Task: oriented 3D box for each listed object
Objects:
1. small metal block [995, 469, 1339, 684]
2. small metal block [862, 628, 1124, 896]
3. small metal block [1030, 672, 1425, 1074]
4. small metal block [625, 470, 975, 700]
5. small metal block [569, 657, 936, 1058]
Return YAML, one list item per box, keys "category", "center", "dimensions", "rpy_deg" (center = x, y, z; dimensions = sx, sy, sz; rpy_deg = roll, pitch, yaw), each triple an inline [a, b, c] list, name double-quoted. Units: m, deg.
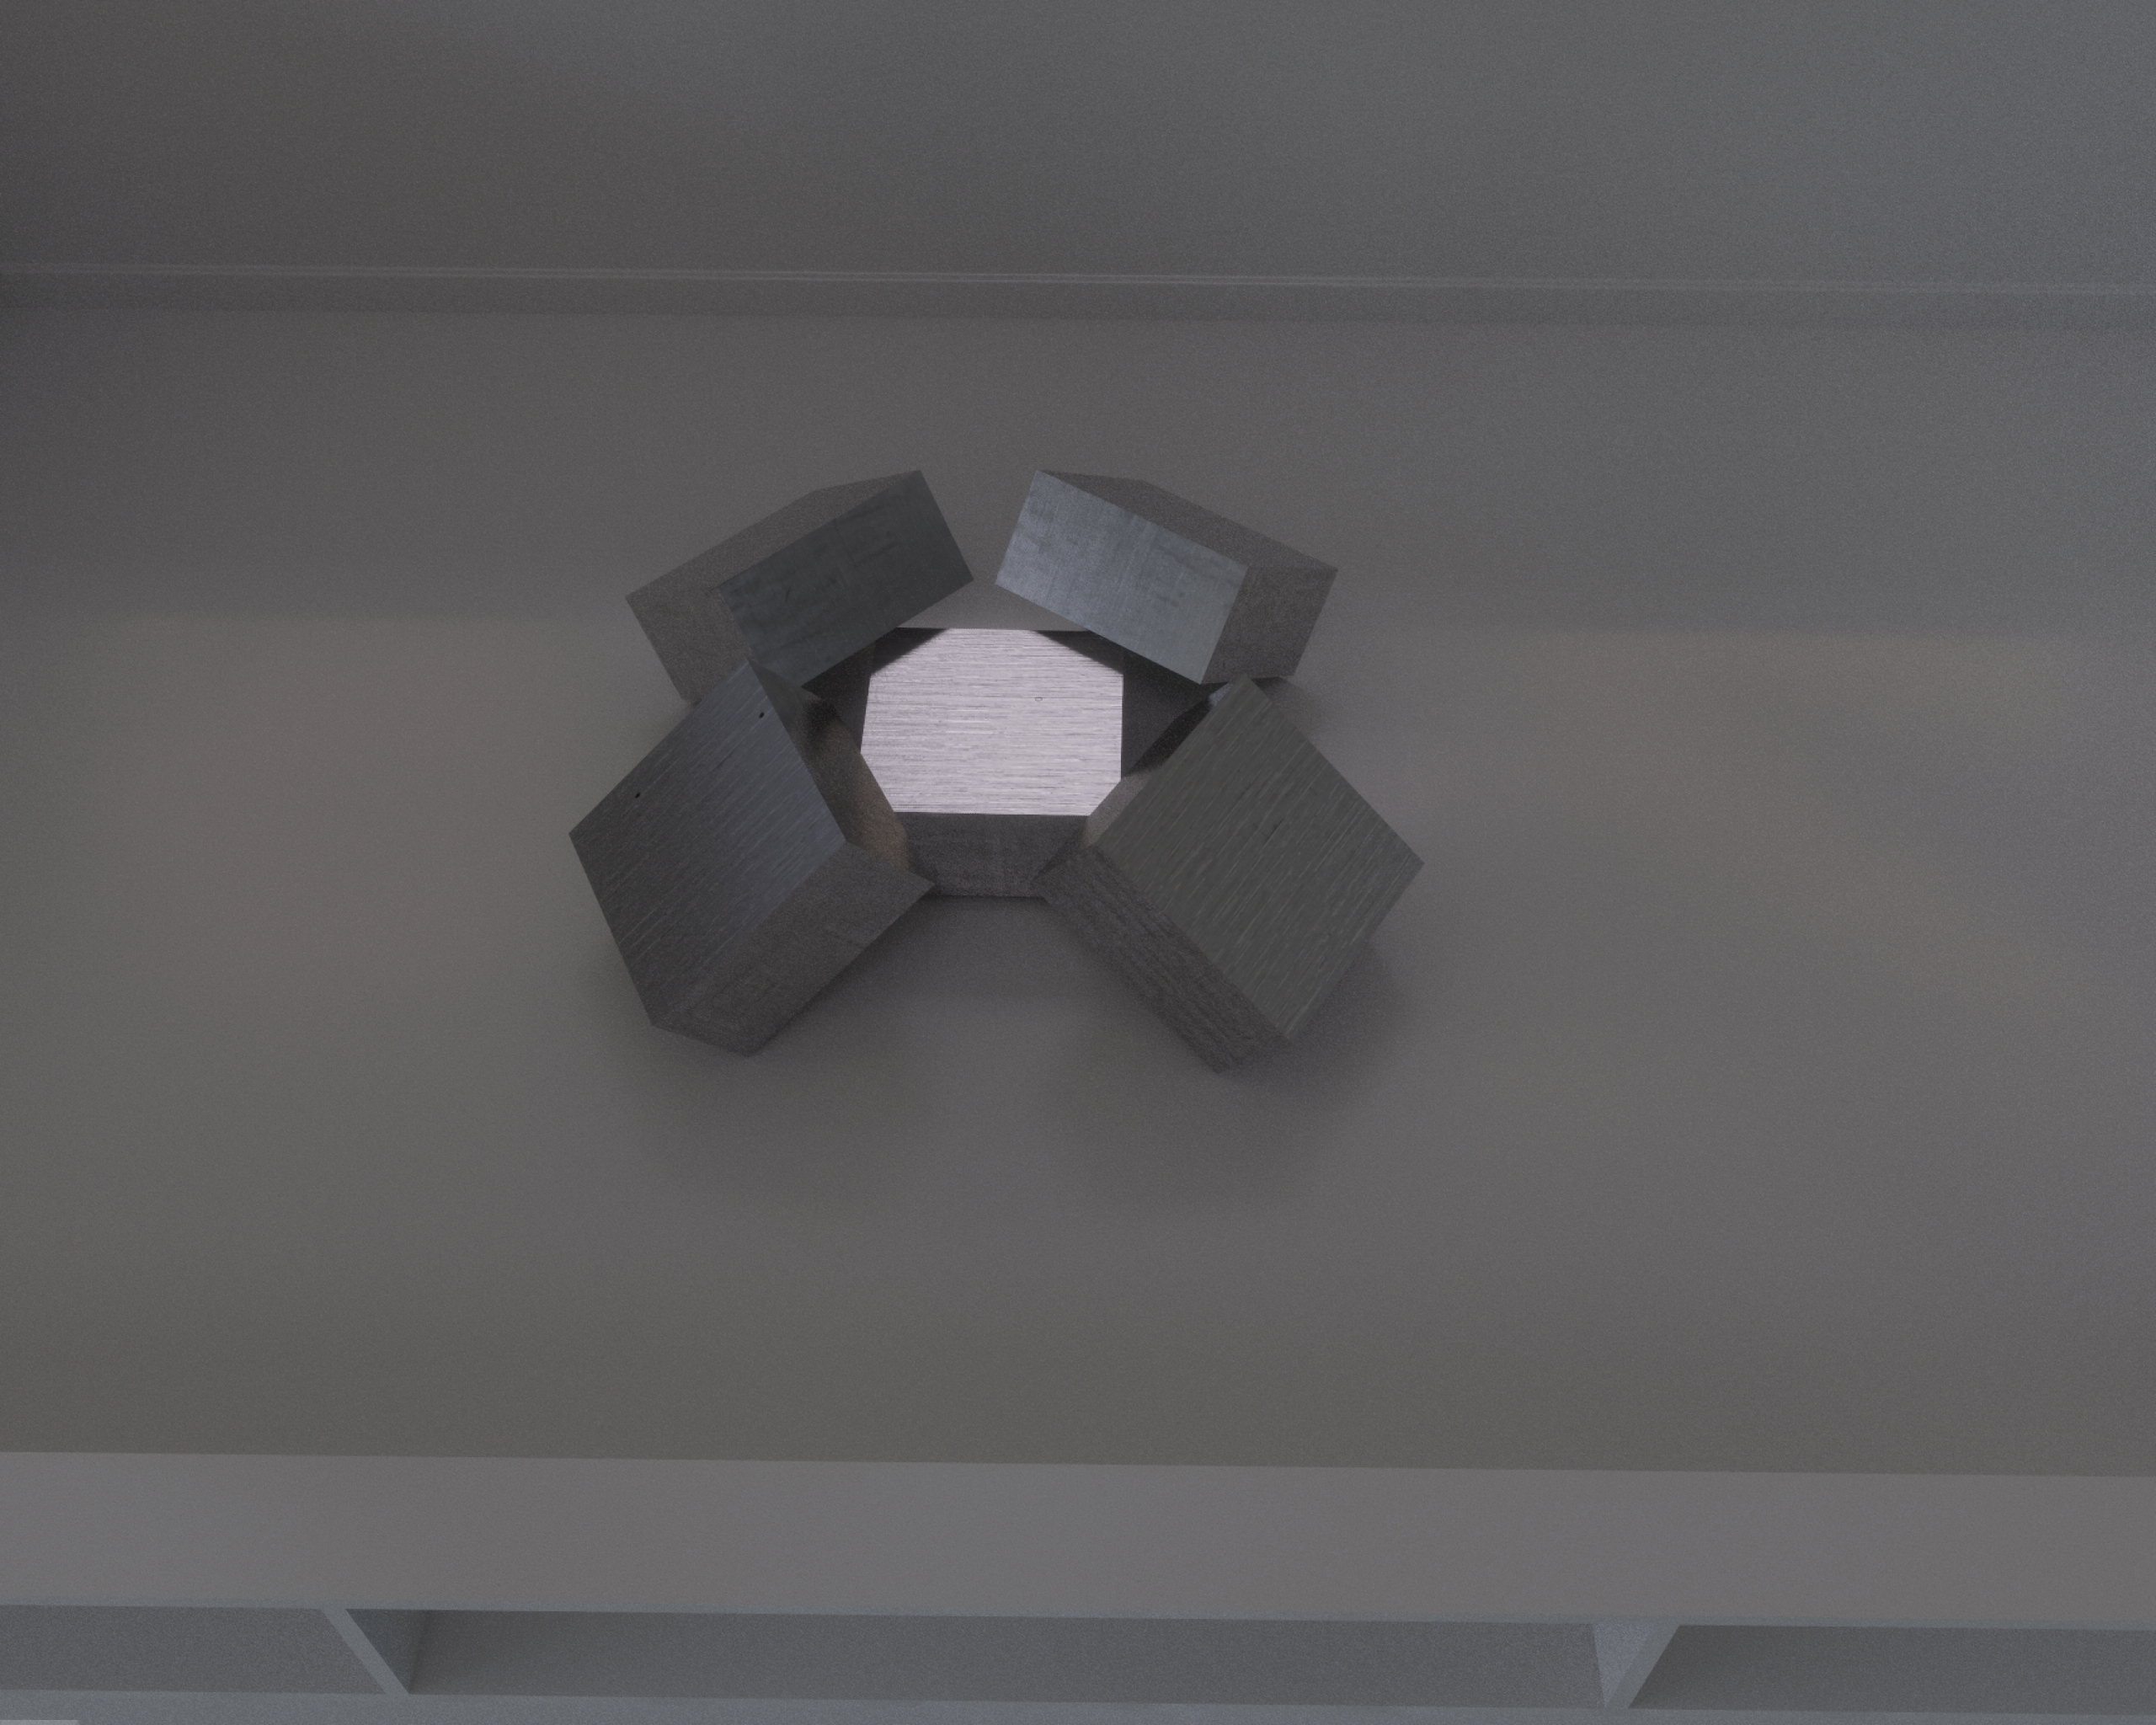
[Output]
- category: "small metal block"
  center: [0.019, -0.060, 0.437]
  dimensions: [0.050, 0.025, 0.050]
  rpy_deg: [28, 19, 21]
- category: "small metal block"
  center: [-0.017, -0.020, 0.419]
  dimensions: [0.050, 0.025, 0.050]
  rpy_deg: [1, 50, 1]
- category: "small metal block"
  center: [0.028, 0.002, 0.386]
  dimensions: [0.050, 0.025, 0.050]
  rpy_deg: [46, 57, -8]
- category: "small metal block"
  center: [-0.058, -0.057, 0.434]
  dimensions: [0.050, 0.025, 0.050]
  rpy_deg: [-35, 21, -25]
- category: "small metal block"
  center: [-0.062, -0.001, 0.388]
  dimensions: [0.050, 0.025, 0.050]
  rpy_deg: [-42, 54, 14]
